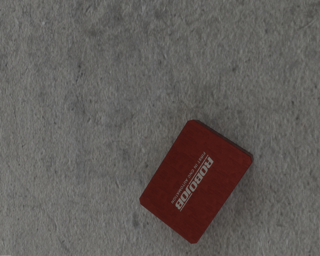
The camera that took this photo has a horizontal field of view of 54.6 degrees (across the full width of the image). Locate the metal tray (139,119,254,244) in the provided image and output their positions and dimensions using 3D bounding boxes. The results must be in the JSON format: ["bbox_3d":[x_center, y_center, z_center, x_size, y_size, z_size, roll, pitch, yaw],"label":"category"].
[{"bbox_3d":[0.044,0.065,0.391,0.090,0.030,0.129,34,101,16],"label":"metal tray"}]
